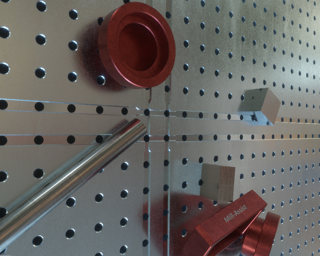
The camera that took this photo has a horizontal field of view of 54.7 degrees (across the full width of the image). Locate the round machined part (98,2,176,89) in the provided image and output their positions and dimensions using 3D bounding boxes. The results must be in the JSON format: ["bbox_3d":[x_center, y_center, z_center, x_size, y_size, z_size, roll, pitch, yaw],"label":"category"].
[{"bbox_3d":[-0.031,-0.095,0.372,0.099,0.042,0.097,0,90,-40],"label":"round machined part"}]

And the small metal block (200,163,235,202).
[{"bbox_3d":[0.085,0.080,0.460,0.025,0.050,0.050,7,85,-23],"label":"small metal block"}]

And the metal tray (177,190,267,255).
[{"bbox_3d":[0.091,0.149,0.449,0.131,0.030,0.089,-18,141,-39],"label":"metal tray"}]

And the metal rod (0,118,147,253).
[{"bbox_3d":[-0.123,0.079,0.305,0.302,0.025,0.025,-40,114,-33],"label":"metal rod"}]

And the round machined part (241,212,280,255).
[{"bbox_3d":[0.167,0.187,0.521,0.099,0.042,0.097,-45,144,-47],"label":"round machined part"}]

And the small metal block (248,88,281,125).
[{"bbox_3d":[0.194,-0.039,0.571,0.050,0.025,0.050,37,67,-34],"label":"small metal block"}]
